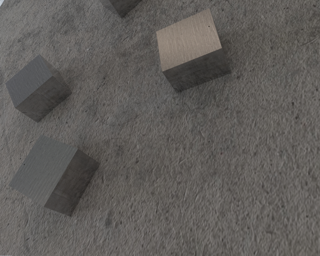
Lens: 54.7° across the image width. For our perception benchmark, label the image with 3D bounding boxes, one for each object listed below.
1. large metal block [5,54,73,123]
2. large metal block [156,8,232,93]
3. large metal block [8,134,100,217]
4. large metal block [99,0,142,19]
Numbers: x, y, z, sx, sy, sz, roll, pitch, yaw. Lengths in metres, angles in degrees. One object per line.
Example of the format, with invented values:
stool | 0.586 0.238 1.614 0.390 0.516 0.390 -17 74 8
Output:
large metal block | -0.213 -0.070 0.543 0.080 0.050 0.080 -41 51 0
large metal block | 0.045 -0.106 0.429 0.080 0.050 0.080 -19 54 17
large metal block | -0.144 0.063 0.424 0.080 0.050 0.080 15 70 34
large metal block | -0.075 -0.267 0.591 0.080 0.050 0.080 -44 51 -2
